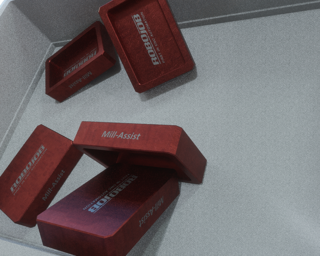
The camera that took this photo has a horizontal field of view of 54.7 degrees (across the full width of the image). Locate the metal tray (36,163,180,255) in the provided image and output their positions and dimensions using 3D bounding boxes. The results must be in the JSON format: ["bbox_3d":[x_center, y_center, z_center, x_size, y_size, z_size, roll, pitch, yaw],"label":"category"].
[{"bbox_3d":[-0.047,0.080,0.326,0.090,0.030,0.131,2,19,29],"label":"metal tray"}]

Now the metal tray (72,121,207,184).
[{"bbox_3d":[-0.022,0.028,0.356,0.130,0.090,0.030,3,63,29],"label":"metal tray"}]

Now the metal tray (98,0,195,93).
[{"bbox_3d":[-0.017,-0.125,0.434,0.090,0.030,0.129,-23,96,14],"label":"metal tray"}]

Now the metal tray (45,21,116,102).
[{"bbox_3d":[-0.139,-0.113,0.530,0.130,0.030,0.090,-30,52,19],"label":"metal tray"}]

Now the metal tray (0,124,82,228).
[{"bbox_3d":[-0.182,0.066,0.455,0.090,0.030,0.130,21,73,35],"label":"metal tray"}]
